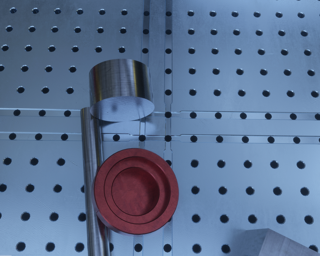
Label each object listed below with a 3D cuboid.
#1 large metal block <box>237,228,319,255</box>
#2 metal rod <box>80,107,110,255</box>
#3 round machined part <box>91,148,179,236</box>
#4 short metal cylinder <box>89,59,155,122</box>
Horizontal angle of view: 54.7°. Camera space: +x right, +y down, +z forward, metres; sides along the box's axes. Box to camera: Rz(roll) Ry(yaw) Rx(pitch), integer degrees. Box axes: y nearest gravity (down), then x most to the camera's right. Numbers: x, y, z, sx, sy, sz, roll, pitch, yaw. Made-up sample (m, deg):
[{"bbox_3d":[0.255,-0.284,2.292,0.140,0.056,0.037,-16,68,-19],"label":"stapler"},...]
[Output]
[{"bbox_3d":[0.132,0.150,0.329,0.080,0.080,0.050,25,72,8],"label":"large metal block"},{"bbox_3d":[-0.075,0.116,0.368,0.025,0.025,0.299,-7,70,-3],"label":"metal rod"},{"bbox_3d":[-0.031,0.076,0.364,0.099,0.042,0.098,8,64,-17],"label":"round machined part"},{"bbox_3d":[-0.050,-0.046,0.399,0.081,0.080,0.050,-6,70,-3],"label":"short metal cylinder"}]
